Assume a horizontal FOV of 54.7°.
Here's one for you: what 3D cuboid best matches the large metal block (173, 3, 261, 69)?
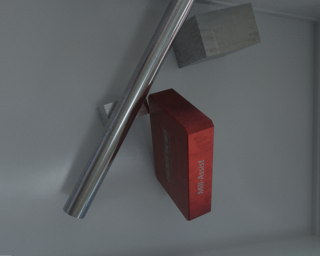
[{"bbox_3d":[0.070,-0.119,0.408,0.081,0.080,0.050,-19,97,-19],"label":"large metal block"}]

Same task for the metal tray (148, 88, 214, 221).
[{"bbox_3d":[0.023,0.031,0.357,0.030,0.090,0.129,-18,126,-19],"label":"metal tray"}]

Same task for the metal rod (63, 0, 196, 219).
[{"bbox_3d":[-0.026,-0.041,0.342,0.025,0.025,0.299,28,88,-18],"label":"metal rod"}]

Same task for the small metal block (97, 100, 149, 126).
[{"bbox_3d":[-0.046,-0.022,0.381,0.050,0.050,0.025,-19,97,-19],"label":"small metal block"}]
